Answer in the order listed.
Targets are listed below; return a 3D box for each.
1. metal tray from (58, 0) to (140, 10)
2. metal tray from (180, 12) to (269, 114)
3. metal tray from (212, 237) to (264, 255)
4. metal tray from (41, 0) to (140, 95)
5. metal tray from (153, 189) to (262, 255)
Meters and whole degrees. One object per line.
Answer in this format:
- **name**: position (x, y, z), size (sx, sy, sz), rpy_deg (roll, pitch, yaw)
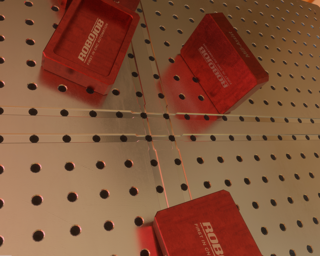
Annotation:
- **metal tray**: position (-0.103, -0.232, 0.491), size (0.131, 0.030, 0.090), rpy_deg (-13, 69, -34)
- **metal tray**: position (0.093, -0.098, 0.475), size (0.030, 0.090, 0.130), rpy_deg (-21, 73, -36)
- **metal tray**: position (0.104, 0.190, 0.344), size (0.130, 0.030, 0.090), rpy_deg (35, 51, -5)
- **metal tray**: position (-0.089, -0.119, 0.416), size (0.090, 0.030, 0.130), rpy_deg (24, 62, -14)
- **metal tray**: position (0.056, 0.138, 0.320), size (0.091, 0.030, 0.130), rpy_deg (-14, 58, -16)
